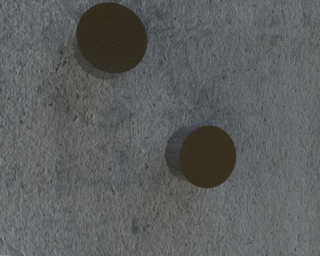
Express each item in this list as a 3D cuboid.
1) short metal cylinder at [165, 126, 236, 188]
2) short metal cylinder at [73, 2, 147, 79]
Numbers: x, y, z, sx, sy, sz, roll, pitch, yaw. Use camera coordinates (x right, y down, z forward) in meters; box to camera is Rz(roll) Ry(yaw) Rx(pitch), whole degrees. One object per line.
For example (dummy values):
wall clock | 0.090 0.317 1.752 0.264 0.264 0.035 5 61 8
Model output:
short metal cylinder | 0.053 0.036 0.415 0.081 0.050 0.080 0 90 -20
short metal cylinder | -0.061 -0.102 0.373 0.081 0.050 0.080 0 90 -20
